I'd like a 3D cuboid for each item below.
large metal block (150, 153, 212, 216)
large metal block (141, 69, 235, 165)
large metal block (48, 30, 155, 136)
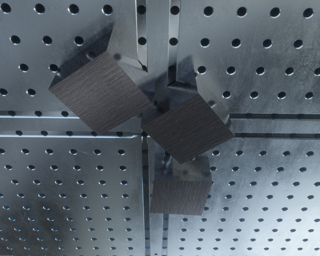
[{"bbox_3d":[0.028,0.086,0.468,0.080,0.050,0.080,4,130,-4],"label":"large metal block"},{"bbox_3d":[0.034,-0.011,0.386,0.080,0.050,0.080,-31,124,23],"label":"large metal block"},{"bbox_3d":[-0.062,-0.049,0.353,0.080,0.050,0.080,-27,125,21],"label":"large metal block"}]
